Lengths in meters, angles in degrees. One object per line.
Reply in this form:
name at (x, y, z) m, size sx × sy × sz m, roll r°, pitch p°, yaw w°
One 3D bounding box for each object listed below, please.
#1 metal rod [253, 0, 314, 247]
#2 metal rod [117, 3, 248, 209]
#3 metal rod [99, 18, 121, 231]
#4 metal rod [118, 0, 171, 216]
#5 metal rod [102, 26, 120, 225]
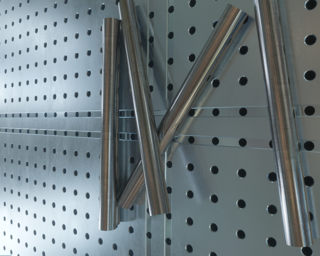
metal rod at (0.119, -0.037, 0.311) m, size 0.025 × 0.025 × 0.299 m, roll -10°, pitch 84°, yaw 40°
metal rod at (0.017, -0.011, 0.396) m, size 0.025 × 0.025 × 0.298 m, roll 44°, pitch 116°, yaw 31°
metal rod at (-0.072, -0.006, 0.446) m, size 0.025 × 0.025 × 0.298 m, roll 1°, pitch 89°, yaw 40°
metal rod at (-0.024, -0.040, 0.405) m, size 0.025 × 0.025 × 0.299 m, roll -24°, pitch 67°, yaw 37°
metal rod at (-0.074, -0.004, 0.472) m, size 0.025 × 0.025 × 0.298 m, roll -1°, pitch 90°, yaw 40°
